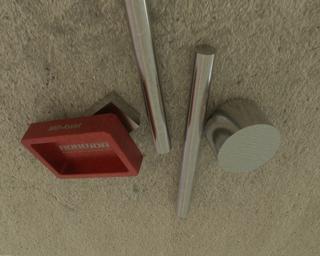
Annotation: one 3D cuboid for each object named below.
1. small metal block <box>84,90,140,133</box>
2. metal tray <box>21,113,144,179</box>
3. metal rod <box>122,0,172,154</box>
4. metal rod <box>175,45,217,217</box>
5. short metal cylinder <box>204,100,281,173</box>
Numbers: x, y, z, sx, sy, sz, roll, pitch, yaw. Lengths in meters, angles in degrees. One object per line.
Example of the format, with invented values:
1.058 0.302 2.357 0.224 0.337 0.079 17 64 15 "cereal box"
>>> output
-0.061 -0.013 0.396 0.050 0.025 0.050 -32 124 24 "small metal block"
-0.099 0.028 0.401 0.130 0.030 0.090 -6 137 22 "metal tray"
-0.017 -0.085 0.334 0.025 0.025 0.298 -6 130 5 "metal rod"
0.043 0.028 0.432 0.025 0.025 0.298 1 130 -2 "metal rod"
0.102 0.011 0.391 0.081 0.050 0.079 -9 131 -10 "short metal cylinder"
